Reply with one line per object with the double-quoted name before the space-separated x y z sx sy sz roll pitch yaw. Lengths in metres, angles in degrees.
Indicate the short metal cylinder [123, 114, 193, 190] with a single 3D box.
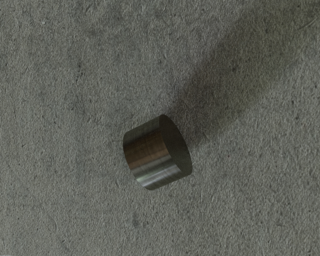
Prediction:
"short metal cylinder" -0.001 0.030 0.381 0.050 0.080 0.080 -26 81 18
